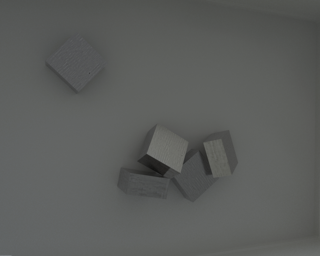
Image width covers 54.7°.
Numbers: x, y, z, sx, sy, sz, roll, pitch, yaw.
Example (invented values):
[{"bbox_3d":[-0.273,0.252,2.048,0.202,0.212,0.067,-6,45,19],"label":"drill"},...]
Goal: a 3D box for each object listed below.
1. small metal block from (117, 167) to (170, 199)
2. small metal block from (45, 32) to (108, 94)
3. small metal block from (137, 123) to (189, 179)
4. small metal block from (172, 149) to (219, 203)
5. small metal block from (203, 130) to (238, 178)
[{"bbox_3d":[-0.022,0.069,0.389,0.050,0.050,0.025,12,87,-20],"label":"small metal block"},{"bbox_3d":[-0.100,-0.077,0.373,0.050,0.025,0.050,45,76,-15],"label":"small metal block"},{"bbox_3d":[0.005,0.030,0.400,0.050,0.025,0.050,32,50,-16],"label":"small metal block"},{"bbox_3d":[0.044,0.065,0.427,0.050,0.025,0.050,-39,103,-16],"label":"small metal block"},{"bbox_3d":[0.085,0.035,0.427,0.050,0.025,0.050,-30,104,-63],"label":"small metal block"}]
